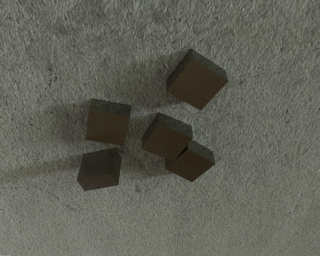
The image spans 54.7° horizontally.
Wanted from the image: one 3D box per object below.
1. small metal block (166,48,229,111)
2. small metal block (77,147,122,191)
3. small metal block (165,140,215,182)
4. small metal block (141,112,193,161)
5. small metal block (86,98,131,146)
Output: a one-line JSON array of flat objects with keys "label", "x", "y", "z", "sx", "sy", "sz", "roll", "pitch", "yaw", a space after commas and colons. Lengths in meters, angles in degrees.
[{"label": "small metal block", "x": 0.042, "y": -0.055, "z": 0.360, "sx": 0.050, "sy": 0.025, "sz": 0.050, "roll": 27, "pitch": 125, "yaw": -21}, {"label": "small metal block", "x": -0.085, "y": 0.058, "z": 0.439, "sx": 0.050, "sy": 0.050, "sz": 0.025, "roll": -12, "pitch": 129, "yaw": 10}, {"label": "small metal block", "x": 0.043, "y": 0.046, "z": 0.447, "sx": 0.050, "sy": 0.025, "sz": 0.050, "roll": 30, "pitch": 124, "yaw": -23}, {"label": "small metal block", "x": 0.009, "y": 0.013, "z": 0.418, "sx": 0.050, "sy": 0.025, "sz": 0.050, "roll": 22, "pitch": 127, "yaw": -18}, {"label": "small metal block", "x": -0.067, "y": -0.007, "z": 0.401, "sx": 0.050, "sy": 0.025, "sz": 0.050, "roll": 10, "pitch": 130, "yaw": -9}]
